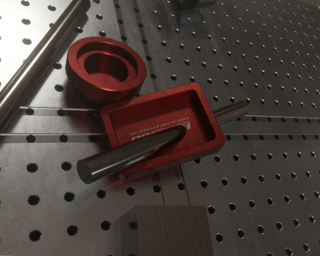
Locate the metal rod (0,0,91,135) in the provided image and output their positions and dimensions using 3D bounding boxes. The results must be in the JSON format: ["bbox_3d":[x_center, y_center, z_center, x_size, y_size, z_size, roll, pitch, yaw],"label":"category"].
[{"bbox_3d":[-0.151,-0.072,0.371,0.025,0.025,0.300,27,52,-12],"label":"metal rod"}]

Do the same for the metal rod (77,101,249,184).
[{"bbox_3d":[0.031,0.005,0.398,0.302,0.025,0.025,-20,72,-44],"label":"metal rod"}]

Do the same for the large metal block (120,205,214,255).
[{"bbox_3d":[0.007,0.126,0.320,0.081,0.050,0.080,8,58,-25],"label":"large metal block"}]

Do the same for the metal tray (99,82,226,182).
[{"bbox_3d":[0.002,0.002,0.377,0.131,0.030,0.090,-16,69,-13],"label":"metal tray"}]

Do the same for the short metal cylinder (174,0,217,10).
[{"bbox_3d":[0.066,-0.262,0.571,0.050,0.080,0.080,-21,74,-36],"label":"short metal cylinder"}]

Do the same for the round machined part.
[{"bbox_3d":[-0.070,-0.069,0.396,0.099,0.042,0.098,13,48,-15],"label":"round machined part"}]
